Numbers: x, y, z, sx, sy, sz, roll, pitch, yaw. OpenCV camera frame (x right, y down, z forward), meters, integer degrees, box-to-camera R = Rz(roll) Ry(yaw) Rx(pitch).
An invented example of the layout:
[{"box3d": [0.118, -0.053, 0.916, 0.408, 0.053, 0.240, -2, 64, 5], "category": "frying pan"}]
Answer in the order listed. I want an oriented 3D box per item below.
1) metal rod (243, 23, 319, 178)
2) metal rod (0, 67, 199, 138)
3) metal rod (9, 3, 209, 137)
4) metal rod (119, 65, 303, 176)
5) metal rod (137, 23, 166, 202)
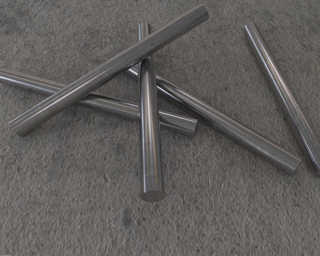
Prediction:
[{"box3d": [0.177, -0.063, 0.456, 0.025, 0.025, 0.300, -5, 50, -4], "category": "metal rod"}, {"box3d": [-0.094, -0.039, 0.435, 0.301, 0.025, 0.025, 16, 52, 13], "category": "metal rod"}, {"box3d": [-0.063, -0.081, 0.419, 0.301, 0.025, 0.025, -34, 57, -7], "category": "metal rod"}, {"box3d": [0.049, -0.030, 0.428, 0.300, 0.025, 0.025, 34, 58, 25], "category": "metal rod"}, {"box3d": [-0.016, -0.046, 0.407, 0.025, 0.025, 0.300, -3, 50, -2], "category": "metal rod"}]
